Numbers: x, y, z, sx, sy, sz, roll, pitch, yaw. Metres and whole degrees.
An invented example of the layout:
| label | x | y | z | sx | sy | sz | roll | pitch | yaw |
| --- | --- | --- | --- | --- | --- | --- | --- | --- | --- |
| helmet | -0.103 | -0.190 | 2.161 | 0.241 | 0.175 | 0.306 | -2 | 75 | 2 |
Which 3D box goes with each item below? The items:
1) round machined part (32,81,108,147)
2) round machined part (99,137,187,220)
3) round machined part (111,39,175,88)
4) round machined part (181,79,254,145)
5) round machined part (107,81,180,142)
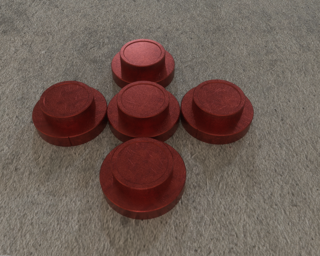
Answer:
| label | x | y | z | sx | sy | sz | roll | pitch | yaw |
| --- | --- | --- | --- | --- | --- | --- | --- | --- | --- |
| round machined part | -0.120 | -0.026 | 0.414 | 0.099 | 0.042 | 0.098 | 0 | 50 | 0 |
| round machined part | -0.019 | 0.049 | 0.352 | 0.099 | 0.042 | 0.098 | 0 | 50 | 0 |
| round machined part | -0.026 | -0.101 | 0.478 | 0.099 | 0.042 | 0.098 | 0 | 50 | 0 |
| round machined part | 0.077 | -0.028 | 0.419 | 0.099 | 0.042 | 0.098 | 0 | 50 | 0 |
| round machined part | -0.022 | -0.026 | 0.415 | 0.099 | 0.042 | 0.098 | 0 | 50 | 0 |
